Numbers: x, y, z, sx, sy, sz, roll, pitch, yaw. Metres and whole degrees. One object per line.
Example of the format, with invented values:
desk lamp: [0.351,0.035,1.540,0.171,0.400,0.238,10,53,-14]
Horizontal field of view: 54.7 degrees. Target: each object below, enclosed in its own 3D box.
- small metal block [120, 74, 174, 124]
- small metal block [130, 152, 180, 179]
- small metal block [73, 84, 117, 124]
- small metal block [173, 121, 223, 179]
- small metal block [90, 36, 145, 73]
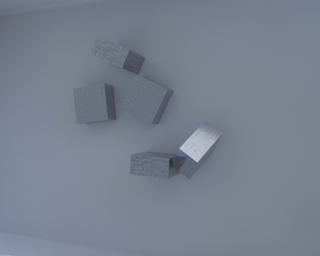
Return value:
small metal block: [-0.017,-0.038,0.416,0.050,0.025,0.050,28,99,17]
small metal block: [-0.005,0.047,0.398,0.050,0.050,0.025,4,91,19]
small metal block: [-0.093,-0.033,0.442,0.050,0.025,0.050,-7,88,19]
small metal block: [0.044,0.027,0.370,0.025,0.050,0.050,37,62,16]
small metal block: [-0.055,-0.097,0.416,0.050,0.050,0.025,26,99,18]
